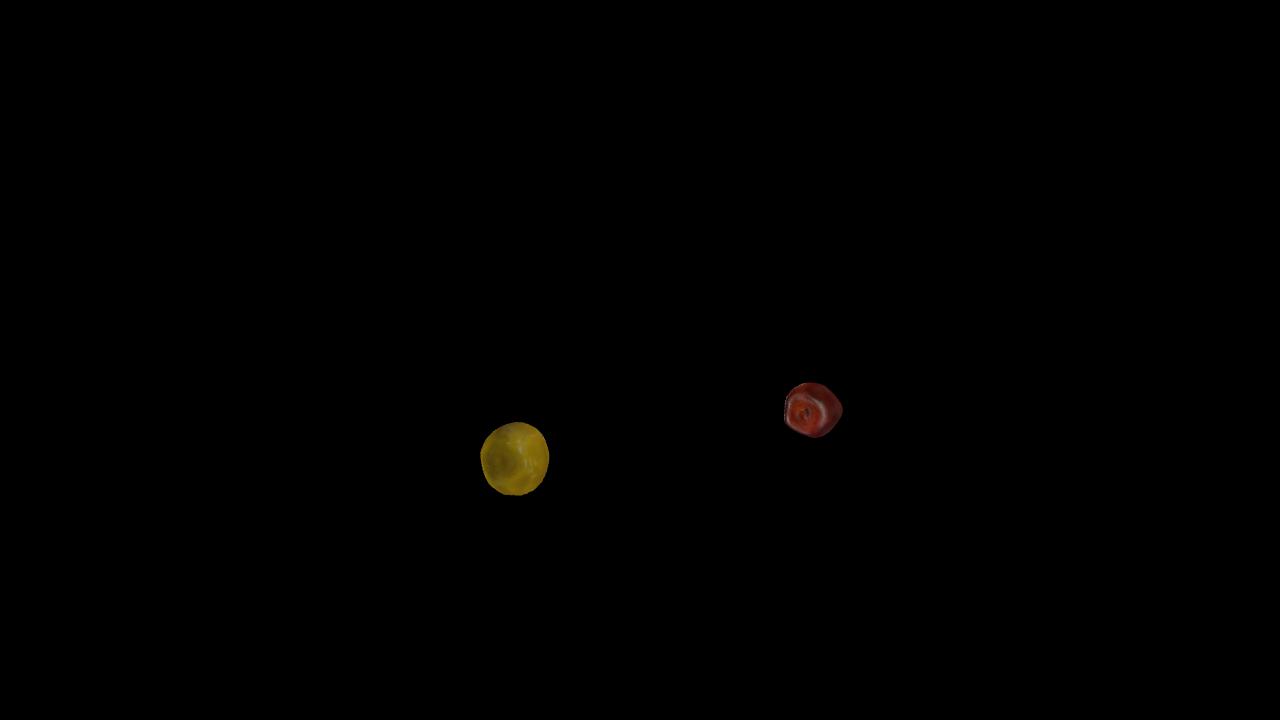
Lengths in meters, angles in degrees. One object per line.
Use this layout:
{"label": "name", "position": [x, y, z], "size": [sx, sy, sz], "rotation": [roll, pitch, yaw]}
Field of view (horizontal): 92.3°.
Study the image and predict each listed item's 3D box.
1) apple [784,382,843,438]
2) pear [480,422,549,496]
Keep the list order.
{"label": "apple", "position": [0.245, 0.070, 0.870], "size": [0.079, 0.079, 0.093], "rotation": [0, 4, 30]}
{"label": "pear", "position": [-0.132, 0.108, 0.704], "size": [0.080, 0.080, 0.111], "rotation": [0, 2, 11]}
